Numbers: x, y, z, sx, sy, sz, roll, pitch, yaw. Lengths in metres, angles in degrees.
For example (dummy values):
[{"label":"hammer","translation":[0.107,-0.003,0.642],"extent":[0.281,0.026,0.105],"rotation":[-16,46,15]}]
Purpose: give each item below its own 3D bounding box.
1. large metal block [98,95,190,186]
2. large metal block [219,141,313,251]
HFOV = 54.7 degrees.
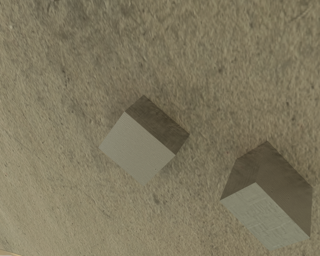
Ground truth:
[{"label":"large metal block","translation":[-0.022,0.018,0.412],"extent":[0.080,0.050,0.080],"rotation":[41,129,0]},{"label":"large metal block","translation":[0.124,0.075,0.352],"extent":[0.080,0.080,0.050],"rotation":[45,129,-4]}]
